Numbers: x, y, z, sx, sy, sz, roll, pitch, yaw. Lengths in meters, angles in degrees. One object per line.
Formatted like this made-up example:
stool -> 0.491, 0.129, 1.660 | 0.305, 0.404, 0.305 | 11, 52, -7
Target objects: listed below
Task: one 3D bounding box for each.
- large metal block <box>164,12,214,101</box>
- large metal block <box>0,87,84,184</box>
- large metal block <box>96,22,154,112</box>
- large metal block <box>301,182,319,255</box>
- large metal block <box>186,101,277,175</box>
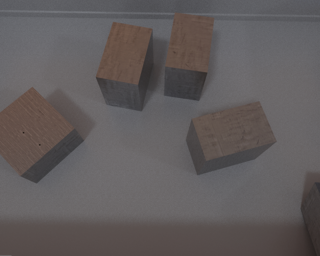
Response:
large metal block -> 0.037, -0.092, 0.415 | 0.050, 0.080, 0.080 | 9, 70, 3
large metal block -> -0.158, 0.010, 0.391 | 0.080, 0.050, 0.080 | 42, 75, 13
large metal block -> -0.042, -0.078, 0.408 | 0.050, 0.080, 0.080 | 11, 70, 4
large metal block -> 0.215, 0.110, 0.341 | 0.081, 0.050, 0.080 | 4, 39, 1
large metal block -> 0.081, 0.015, 0.376 | 0.081, 0.080, 0.050 | -15, 71, -6
